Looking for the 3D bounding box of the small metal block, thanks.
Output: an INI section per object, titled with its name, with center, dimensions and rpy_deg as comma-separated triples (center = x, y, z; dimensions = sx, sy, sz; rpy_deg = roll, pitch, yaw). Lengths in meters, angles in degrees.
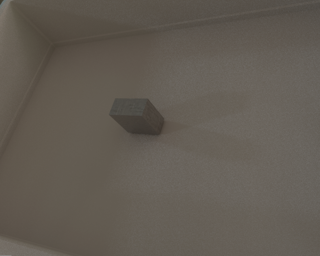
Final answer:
[small metal block]
center = -0.030, -0.015, 0.409
dimensions = 0.050, 0.050, 0.025
rpy_deg = 3, 63, 29
